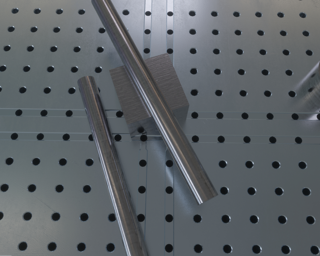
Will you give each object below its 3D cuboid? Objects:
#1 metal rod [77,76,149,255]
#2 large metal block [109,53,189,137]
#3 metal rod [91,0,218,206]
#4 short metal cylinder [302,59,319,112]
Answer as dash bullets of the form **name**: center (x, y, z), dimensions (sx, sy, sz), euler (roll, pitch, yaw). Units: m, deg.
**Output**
- **metal rod**: center (-0.055, 0.067, 0.386), dimensions (0.025, 0.025, 0.299), euler (-18, 71, -6)
- **large metal block**: center (-0.015, -0.044, 0.414), dimensions (0.081, 0.050, 0.080), euler (-18, 71, -7)
- **metal rod**: center (-0.015, -0.049, 0.376), dimensions (0.025, 0.025, 0.299), euler (-25, 72, -9)
- **short metal cylinder**: center (0.245, -0.062, 0.423), dimensions (0.081, 0.050, 0.080), euler (0, 70, 0)
